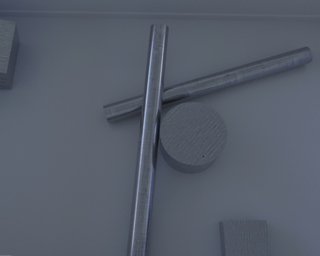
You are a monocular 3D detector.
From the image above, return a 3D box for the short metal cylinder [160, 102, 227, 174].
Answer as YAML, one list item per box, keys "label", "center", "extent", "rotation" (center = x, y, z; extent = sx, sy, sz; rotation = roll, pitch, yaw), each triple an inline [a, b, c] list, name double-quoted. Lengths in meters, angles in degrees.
- label: "short metal cylinder"
  center: [0.040, 0.014, 0.392]
  extent: [0.081, 0.050, 0.080]
  rotation: [0, 70, 0]

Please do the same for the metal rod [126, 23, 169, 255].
- label: "metal rod"
  center: [-0.014, 0.010, 0.385]
  extent: [0.025, 0.025, 0.299]
  rotation: [5, 77, 1]

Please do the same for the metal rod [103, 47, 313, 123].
- label: "metal rod"
  center: [0.071, -0.062, 0.433]
  extent: [0.302, 0.025, 0.025]
  rotation: [-17, 71, -7]

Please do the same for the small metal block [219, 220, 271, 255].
- label: "small metal block"
  center: [0.098, 0.135, 0.362]
  extent: [0.050, 0.025, 0.050]
  rotation: [-1, 70, -1]

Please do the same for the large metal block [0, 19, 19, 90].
- label: "large metal block"
  center: [-0.242, -0.103, 0.420]
  extent: [0.081, 0.050, 0.080]
  rotation: [6, 69, -17]
